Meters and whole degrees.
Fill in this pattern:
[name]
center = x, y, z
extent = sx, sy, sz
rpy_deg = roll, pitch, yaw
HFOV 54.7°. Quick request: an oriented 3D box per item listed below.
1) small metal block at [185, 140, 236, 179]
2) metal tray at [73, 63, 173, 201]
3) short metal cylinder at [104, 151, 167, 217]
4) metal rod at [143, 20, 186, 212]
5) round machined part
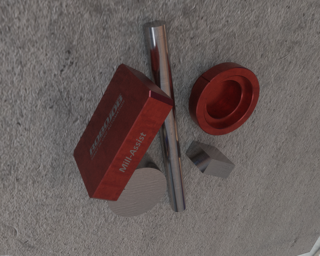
[small metal block]
center = 0.074, 0.047, 0.460
extent = 0.050, 0.050, 0.025
rpy_deg = 18, 109, -36
[metal tray]
center = -0.047, 0.003, 0.344
extent = 0.030, 0.090, 0.129
rpy_deg = 20, 108, -36
[short metal cylinder]
center = -0.038, 0.072, 0.417
extent = 0.081, 0.050, 0.079
rpy_deg = -14, 125, -21
[metal rod]
center = 0.013, 0.007, 0.422
extent = 0.025, 0.025, 0.298
rpy_deg = -21, 127, -17
[round machined part]
center = 0.081, -0.042, 0.417
extent = 0.099, 0.042, 0.097
rpy_deg = -14, 125, -21
